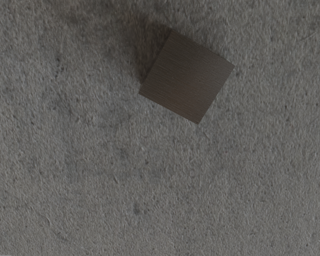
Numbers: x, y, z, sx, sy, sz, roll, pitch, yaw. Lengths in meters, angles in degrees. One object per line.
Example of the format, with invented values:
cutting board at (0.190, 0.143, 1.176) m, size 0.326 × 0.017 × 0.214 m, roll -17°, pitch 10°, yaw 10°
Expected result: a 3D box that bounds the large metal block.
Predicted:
large metal block at (0.029, -0.063, 0.373) m, size 0.080 × 0.050 × 0.080 m, roll 27°, pitch 108°, yaw -10°
